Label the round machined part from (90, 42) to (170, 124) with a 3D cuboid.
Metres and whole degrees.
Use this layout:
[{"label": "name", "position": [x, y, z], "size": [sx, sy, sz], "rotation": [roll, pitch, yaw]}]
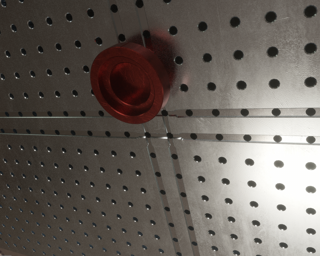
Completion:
[{"label": "round machined part", "position": [-0.032, -0.057, 0.380], "size": [0.098, 0.042, 0.097], "rotation": [13, 124, 20]}]
